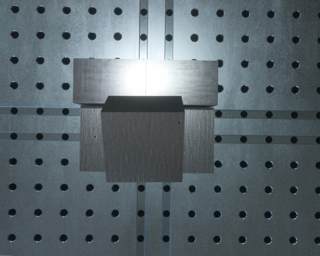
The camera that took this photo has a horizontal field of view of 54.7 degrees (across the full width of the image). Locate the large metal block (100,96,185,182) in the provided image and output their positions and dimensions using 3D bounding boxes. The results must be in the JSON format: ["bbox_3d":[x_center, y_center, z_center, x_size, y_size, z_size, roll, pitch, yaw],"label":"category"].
[{"bbox_3d":[-0.017,0.011,0.334,0.081,0.050,0.079,0,114,-1],"label":"large metal block"}]

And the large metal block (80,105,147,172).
[{"bbox_3d":[-0.056,0.013,0.398,0.081,0.050,0.079,1,90,-1],"label":"large metal block"}]

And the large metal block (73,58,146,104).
[{"bbox_3d":[-0.056,-0.052,0.384,0.081,0.080,0.050,1,90,-1],"label":"large metal block"}]

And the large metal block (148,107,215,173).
[{"bbox_3d":[0.025,0.014,0.399,0.081,0.050,0.079,1,90,-1],"label":"large metal block"}]

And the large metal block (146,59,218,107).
[{"bbox_3d":[0.024,-0.051,0.385,0.081,0.080,0.050,1,90,-1],"label":"large metal block"}]
